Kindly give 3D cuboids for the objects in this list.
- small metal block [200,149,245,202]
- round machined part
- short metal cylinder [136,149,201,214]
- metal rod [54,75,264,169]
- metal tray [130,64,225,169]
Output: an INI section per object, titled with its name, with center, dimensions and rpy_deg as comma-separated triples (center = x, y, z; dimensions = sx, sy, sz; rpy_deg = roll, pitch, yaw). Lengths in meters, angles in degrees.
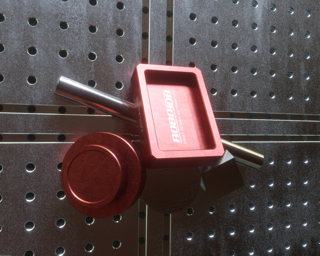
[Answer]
[small metal block]
center = 0.082, 0.065, 0.428
dimensions = 0.050, 0.025, 0.050
rpy_deg = -27, 116, -2
[round machined part]
center = -0.068, 0.053, 0.350
dimensions = 0.098, 0.042, 0.097
rpy_deg = -1, 85, 12
[short metal cylinder]
center = 0.005, 0.064, 0.397
dimensions = 0.081, 0.050, 0.079
rpy_deg = 0, 90, -20
[metal rod]
center = 0.013, -0.001, 0.414
dimensions = 0.302, 0.025, 0.025
rpy_deg = 21, 83, -19
[metal tray]
center = 0.018, -0.017, 0.382
dimensions = 0.091, 0.030, 0.130
rpy_deg = 0, 61, -21
